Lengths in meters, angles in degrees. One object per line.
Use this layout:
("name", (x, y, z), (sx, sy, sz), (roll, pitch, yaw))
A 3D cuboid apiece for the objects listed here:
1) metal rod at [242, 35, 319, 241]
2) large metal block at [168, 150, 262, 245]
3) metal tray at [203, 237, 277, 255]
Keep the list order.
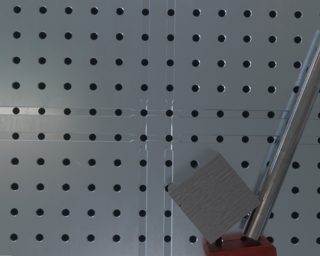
("metal rod", (0.177, 0.006, 0.414), (0.025, 0.025, 0.299), (22, 90, 0))
("large metal block", (0.067, 0.086, 0.402), (0.080, 0.050, 0.080), (-40, 90, 0))
("metal tray", (0.111, 0.219, 0.412), (0.091, 0.030, 0.129), (-7, 90, 0))
